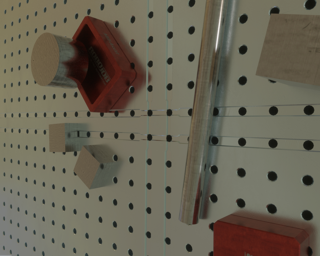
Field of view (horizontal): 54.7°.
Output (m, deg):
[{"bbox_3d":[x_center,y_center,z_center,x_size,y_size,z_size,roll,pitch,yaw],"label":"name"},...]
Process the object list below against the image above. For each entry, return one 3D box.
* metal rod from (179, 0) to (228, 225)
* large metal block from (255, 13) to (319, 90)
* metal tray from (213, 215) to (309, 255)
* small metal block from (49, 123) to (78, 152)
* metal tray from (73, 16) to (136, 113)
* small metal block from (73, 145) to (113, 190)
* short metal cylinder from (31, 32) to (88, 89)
[{"bbox_3d":[0.053,-0.034,0.365,0.025,0.025,0.298,11,97,39],"label":"metal rod"},{"bbox_3d":[0.140,-0.057,0.258,0.080,0.081,0.050,19,103,38],"label":"large metal block"},{"bbox_3d":[0.102,0.165,0.322,0.090,0.030,0.129,1,90,40],"label":"metal tray"},{"bbox_3d":[-0.173,0.017,0.553,0.050,0.025,0.050,-3,88,40],"label":"small metal block"},{"bbox_3d":[-0.100,-0.099,0.488,0.090,0.030,0.130,-46,63,30],"label":"metal tray"},{"bbox_3d":[-0.109,0.062,0.500,0.050,0.025,0.050,38,113,33],"label":"small metal block"},{"bbox_3d":[-0.157,-0.103,0.483,0.080,0.050,0.080,0,90,40],"label":"short metal cylinder"}]
